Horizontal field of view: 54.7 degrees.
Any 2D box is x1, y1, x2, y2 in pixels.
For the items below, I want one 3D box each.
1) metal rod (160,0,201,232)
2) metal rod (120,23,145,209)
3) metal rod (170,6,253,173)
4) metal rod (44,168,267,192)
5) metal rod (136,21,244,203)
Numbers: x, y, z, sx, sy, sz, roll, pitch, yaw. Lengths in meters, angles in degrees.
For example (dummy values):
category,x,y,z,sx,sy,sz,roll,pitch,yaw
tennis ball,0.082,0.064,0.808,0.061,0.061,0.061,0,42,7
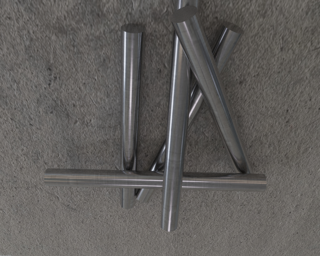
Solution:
category,x,y,z,sx,sy,sz,roll,pitch,yaw
metal rod,0.020,0.004,0.367,0.025,0.025,0.298,2,117,-2
metal rod,-0.040,0.010,0.415,0.025,0.025,0.298,4,130,-3
metal rod,0.078,-0.009,0.375,0.025,0.025,0.299,-18,136,14
metal rod,-0.006,0.073,0.432,0.302,0.025,0.025,1,130,0
metal rod,0.024,0.003,0.409,0.025,0.025,0.298,16,129,-13
